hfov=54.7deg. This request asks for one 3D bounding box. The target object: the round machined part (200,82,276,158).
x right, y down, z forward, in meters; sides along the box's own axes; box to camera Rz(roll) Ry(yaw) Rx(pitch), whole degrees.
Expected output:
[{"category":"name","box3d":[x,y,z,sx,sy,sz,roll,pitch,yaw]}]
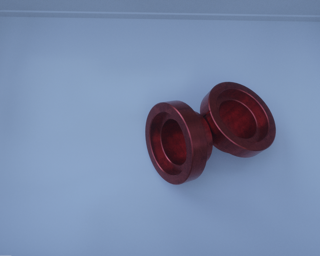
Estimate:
[{"category":"round machined part","box3d":[0.093,-0.007,0.391,0.099,0.042,0.098,13,56,-20]}]

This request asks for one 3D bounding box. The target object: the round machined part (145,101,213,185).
[{"category":"round machined part","box3d":[0.025,0.015,0.371,0.042,0.097,0.098,-11,69,-31]}]
